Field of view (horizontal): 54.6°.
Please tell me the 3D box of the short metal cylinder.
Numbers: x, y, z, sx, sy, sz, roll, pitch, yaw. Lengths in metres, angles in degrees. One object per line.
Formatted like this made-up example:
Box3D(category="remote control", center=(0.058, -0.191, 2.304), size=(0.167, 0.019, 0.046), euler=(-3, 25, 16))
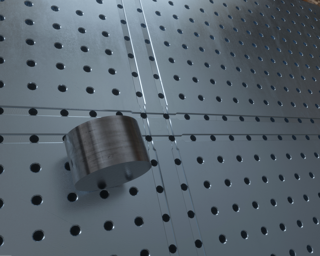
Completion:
Box3D(category="short metal cylinder", center=(-0.055, 0.028, 0.326), size=(0.081, 0.080, 0.050), euler=(-6, 65, -31))
